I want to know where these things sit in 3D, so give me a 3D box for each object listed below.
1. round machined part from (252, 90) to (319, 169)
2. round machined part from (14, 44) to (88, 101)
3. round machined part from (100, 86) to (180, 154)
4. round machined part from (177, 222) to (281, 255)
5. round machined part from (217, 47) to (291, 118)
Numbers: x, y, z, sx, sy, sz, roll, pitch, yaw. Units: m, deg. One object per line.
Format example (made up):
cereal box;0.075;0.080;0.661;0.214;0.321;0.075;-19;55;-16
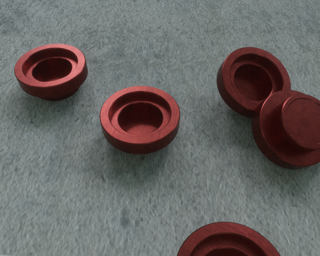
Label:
round machined part;0.166;-0.002;0.373;0.099;0.042;0.098;4;71;-12
round machined part;-0.156;-0.078;0.455;0.099;0.042;0.098;0;50;0
round machined part;-0.024;-0.006;0.397;0.099;0.042;0.098;0;50;0
round machined part;0.061;0.139;0.276;0.099;0.042;0.098;0;50;0
round machined part;0.125;-0.059;0.429;0.099;0.042;0.098;4;70;-11
